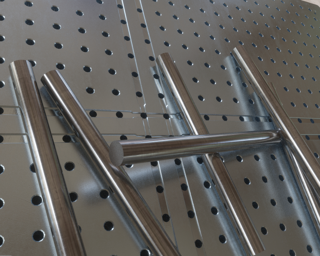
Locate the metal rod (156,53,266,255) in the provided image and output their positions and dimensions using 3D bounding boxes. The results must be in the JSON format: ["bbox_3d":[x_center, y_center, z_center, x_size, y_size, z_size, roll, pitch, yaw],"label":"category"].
[{"bbox_3d":[0.061,0.022,0.426,0.025,0.025,0.299,-11,67,-33],"label":"metal rod"}]

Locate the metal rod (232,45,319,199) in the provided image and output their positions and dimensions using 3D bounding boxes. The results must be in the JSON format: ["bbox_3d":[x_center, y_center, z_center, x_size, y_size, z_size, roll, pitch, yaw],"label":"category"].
[{"bbox_3d":[0.192,-0.021,0.502,0.025,0.025,0.299,-3,57,-30],"label":"metal rod"}]

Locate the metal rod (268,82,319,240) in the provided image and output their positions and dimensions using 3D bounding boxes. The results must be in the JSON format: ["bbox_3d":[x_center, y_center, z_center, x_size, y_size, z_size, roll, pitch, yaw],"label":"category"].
[{"bbox_3d":[0.219,0.057,0.489,0.025,0.025,0.299,2,61,-27],"label":"metal rod"}]

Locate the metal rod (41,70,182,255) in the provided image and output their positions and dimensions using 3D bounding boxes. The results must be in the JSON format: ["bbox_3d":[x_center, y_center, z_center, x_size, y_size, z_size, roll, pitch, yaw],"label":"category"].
[{"bbox_3d":[-0.047,0.058,0.346,0.025,0.025,0.299,-27,77,-37],"label":"metal rod"}]

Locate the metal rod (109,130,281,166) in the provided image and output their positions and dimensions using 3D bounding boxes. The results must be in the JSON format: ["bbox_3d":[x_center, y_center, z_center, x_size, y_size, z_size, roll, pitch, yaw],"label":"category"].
[{"bbox_3d":[0.070,0.020,0.397,0.302,0.025,0.025,-2,63,-42],"label":"metal rod"}]

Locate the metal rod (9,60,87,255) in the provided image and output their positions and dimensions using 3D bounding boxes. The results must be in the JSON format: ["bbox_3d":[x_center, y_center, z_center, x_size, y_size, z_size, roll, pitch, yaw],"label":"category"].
[{"bbox_3d":[-0.108,0.058,0.314,0.025,0.025,0.299,-10,67,-32],"label":"metal rod"}]
